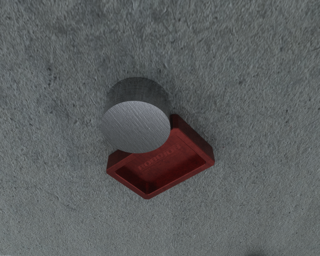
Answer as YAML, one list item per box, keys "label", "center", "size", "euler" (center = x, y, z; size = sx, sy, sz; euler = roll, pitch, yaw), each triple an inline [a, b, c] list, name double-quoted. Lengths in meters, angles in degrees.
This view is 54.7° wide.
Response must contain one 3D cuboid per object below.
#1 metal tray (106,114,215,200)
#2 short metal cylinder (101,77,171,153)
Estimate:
- label: "metal tray"
  center: [0.000, 0.046, 0.442]
  size: [0.130, 0.030, 0.090]
  euler: [-33, 123, 24]
- label: "short metal cylinder"
  center: [-0.028, -0.015, 0.378]
  size: [0.081, 0.050, 0.079]
  euler: [0, 130, 0]
